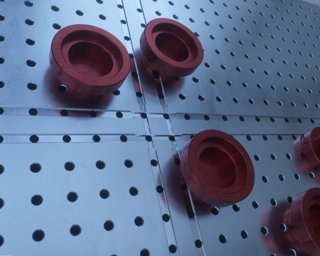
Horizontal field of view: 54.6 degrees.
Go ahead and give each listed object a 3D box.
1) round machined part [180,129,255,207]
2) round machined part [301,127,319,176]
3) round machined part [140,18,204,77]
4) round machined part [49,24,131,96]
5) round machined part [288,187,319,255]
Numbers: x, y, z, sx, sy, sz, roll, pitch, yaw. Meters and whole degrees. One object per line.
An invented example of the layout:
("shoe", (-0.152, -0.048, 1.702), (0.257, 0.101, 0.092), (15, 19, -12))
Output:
("round machined part", (0.069, 0.054, 0.401), (0.099, 0.042, 0.098), (13, 56, -21))
("round machined part", (0.296, 0.040, 0.531), (0.099, 0.042, 0.098), (13, 56, -21))
("round machined part", (0.014, -0.117, 0.476), (0.099, 0.042, 0.098), (13, 56, -21))
("round machined part", (-0.091, -0.082, 0.398), (0.099, 0.042, 0.098), (13, 56, -21))
("round machined part", (0.219, 0.136, 0.431), (0.099, 0.042, 0.098), (13, 56, -21))
